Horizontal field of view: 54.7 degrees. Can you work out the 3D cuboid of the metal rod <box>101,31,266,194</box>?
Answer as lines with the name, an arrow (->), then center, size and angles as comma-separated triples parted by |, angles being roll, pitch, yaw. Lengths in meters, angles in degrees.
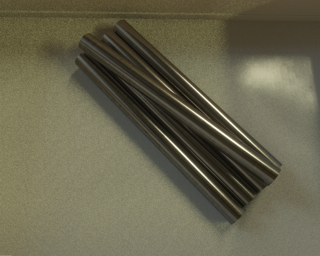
metal rod -> 0.026, -0.030, 0.419 | 0.025, 0.025, 0.300 | -41, 75, -14

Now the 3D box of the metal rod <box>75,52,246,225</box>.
metal rod -> -0.009, 0.004, 0.407 | 0.025, 0.025, 0.300 | -41, 75, -14

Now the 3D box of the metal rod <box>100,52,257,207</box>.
metal rod -> 0.007, -0.015, 0.414 | 0.025, 0.025, 0.300 | -41, 75, -14

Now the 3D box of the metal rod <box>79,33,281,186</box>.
metal rod -> 0.016, -0.030, 0.392 | 0.300, 0.025, 0.025 | 37, 74, 12

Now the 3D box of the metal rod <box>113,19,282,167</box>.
metal rod -> 0.042, -0.049, 0.426 | 0.025, 0.025, 0.300 | -41, 75, -14
